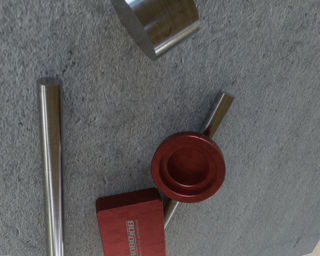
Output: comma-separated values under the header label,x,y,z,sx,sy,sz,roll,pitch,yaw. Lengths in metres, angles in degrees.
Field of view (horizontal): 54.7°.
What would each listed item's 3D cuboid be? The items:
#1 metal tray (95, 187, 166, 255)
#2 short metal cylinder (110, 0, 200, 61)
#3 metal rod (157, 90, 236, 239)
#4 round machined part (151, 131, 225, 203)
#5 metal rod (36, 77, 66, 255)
label,x,y,z,sx,sy,sz,roll,pitch,yaw
metal tray,-0.040,0.155,0.459,0.091,0.030,0.129,-9,118,-10
short metal cylinder,-0.006,-0.112,0.298,0.050,0.080,0.080,-36,129,-5
metal rod,0.033,0.081,0.475,0.025,0.025,0.298,12,112,-34
round machined part,0.040,0.050,0.429,0.098,0.042,0.097,2,107,8
metal rod,-0.132,0.082,0.385,0.025,0.025,0.298,-6,121,-25
